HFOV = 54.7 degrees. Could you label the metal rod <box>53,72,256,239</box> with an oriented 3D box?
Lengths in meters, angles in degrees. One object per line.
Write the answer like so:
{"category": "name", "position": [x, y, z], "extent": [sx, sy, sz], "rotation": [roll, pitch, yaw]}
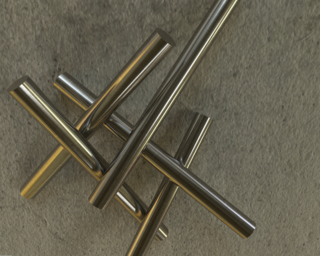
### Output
{"category": "metal rod", "position": [-0.007, 0.034, 0.386], "extent": [0.300, 0.025, 0.025], "rotation": [39, 106, 0]}

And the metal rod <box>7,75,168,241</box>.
{"category": "metal rod", "position": [-0.068, 0.058, 0.385], "extent": [0.025, 0.025, 0.299], "rotation": [-28, 125, 9]}

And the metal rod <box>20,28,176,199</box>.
{"category": "metal rod", "position": [-0.091, 0.001, 0.371], "extent": [0.025, 0.025, 0.299], "rotation": [40, 119, -14]}

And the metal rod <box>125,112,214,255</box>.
{"category": "metal rod", "position": [-0.007, 0.118, 0.416], "extent": [0.025, 0.025, 0.299], "rotation": [26, 94, -9]}

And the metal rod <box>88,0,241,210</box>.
{"category": "metal rod", "position": [0.008, -0.037, 0.358], "extent": [0.025, 0.025, 0.299], "rotation": [32, 92, -12]}
